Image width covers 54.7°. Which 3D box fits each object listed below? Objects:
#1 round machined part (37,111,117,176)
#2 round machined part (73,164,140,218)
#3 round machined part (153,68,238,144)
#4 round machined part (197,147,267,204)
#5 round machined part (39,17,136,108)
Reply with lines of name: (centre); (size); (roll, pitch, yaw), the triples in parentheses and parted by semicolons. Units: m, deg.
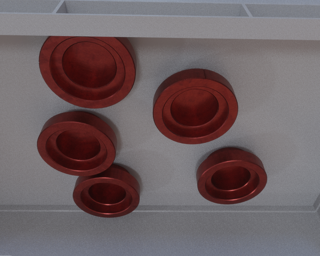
round machined part: (-0.106, 0.016, 0.410); (0.099, 0.042, 0.097); (-1, 130, 0)
round machined part: (-0.079, 0.092, 0.475); (0.099, 0.042, 0.097); (-1, 130, 0)
round machined part: (0.041, -0.030, 0.374); (0.099, 0.042, 0.097); (-1, 130, 0)
round machined part: (0.103, 0.066, 0.456); (0.099, 0.042, 0.097); (-1, 130, 0)
round machined part: (-0.075, -0.072, 0.335); (0.099, 0.042, 0.097); (-1, 130, 0)
